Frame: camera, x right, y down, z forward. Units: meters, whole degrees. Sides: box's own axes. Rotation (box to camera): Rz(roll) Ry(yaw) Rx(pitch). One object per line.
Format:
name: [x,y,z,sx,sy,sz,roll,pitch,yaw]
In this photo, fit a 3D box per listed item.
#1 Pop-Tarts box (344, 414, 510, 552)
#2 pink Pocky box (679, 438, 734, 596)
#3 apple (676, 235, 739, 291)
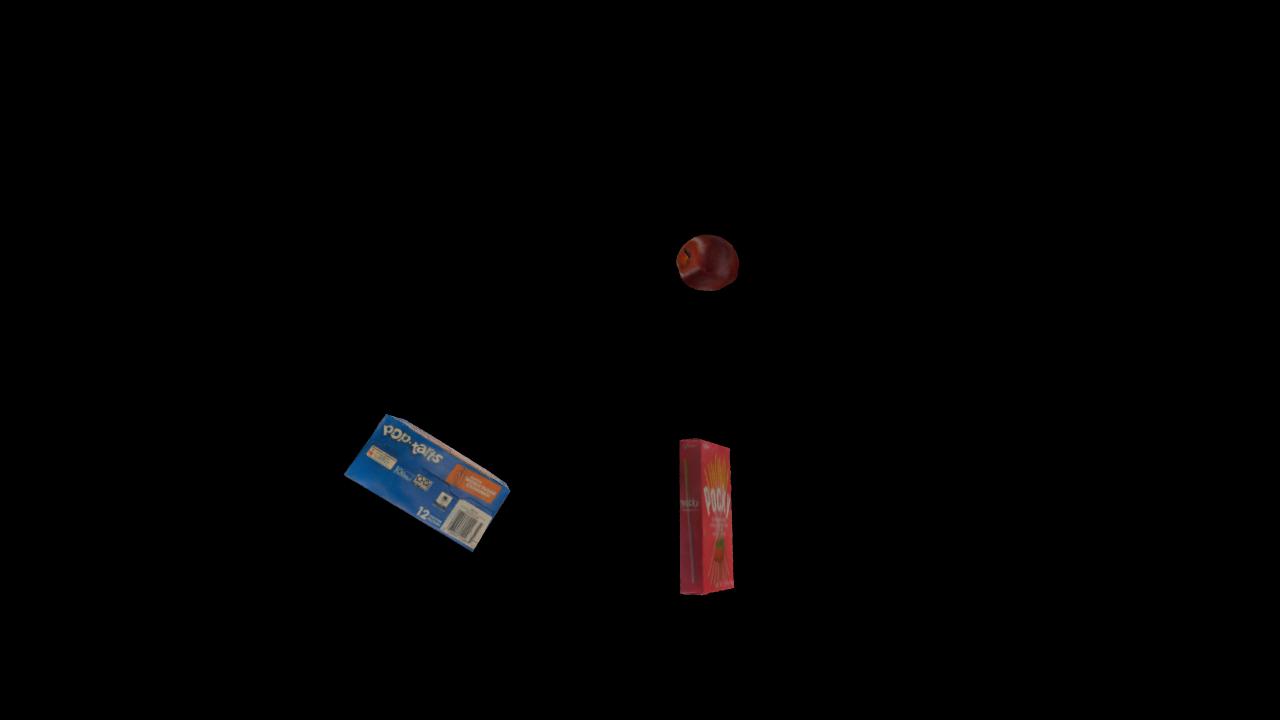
Pop-Tarts box: [-0.251,0.146,0.752,0.167,0.083,0.141,34,-15,-7]
pink Pocky box: [0.071,0.165,0.655,0.029,0.155,0.084,-8,-18,28]
apple: [0.095,-0.135,0.855,0.093,0.079,0.079,15,-9,-36]
